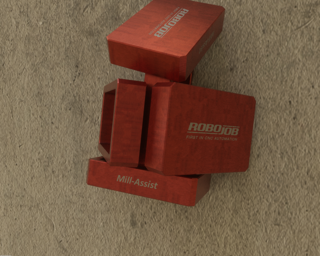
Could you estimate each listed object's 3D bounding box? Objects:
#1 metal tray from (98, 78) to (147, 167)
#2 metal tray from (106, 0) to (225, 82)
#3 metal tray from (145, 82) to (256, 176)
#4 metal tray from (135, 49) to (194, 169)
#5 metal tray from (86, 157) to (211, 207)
[{"bbox_3d":[-0.050,-0.009,0.375,0.030,0.130,0.089,5,92,-17],"label":"metal tray"},{"bbox_3d":[0.011,-0.109,0.357,0.090,0.130,0.030,19,137,18],"label":"metal tray"},{"bbox_3d":[0.049,0.003,0.339,0.030,0.131,0.089,9,94,53],"label":"metal tray"},{"bbox_3d":[0.009,-0.021,0.371,0.030,0.090,0.129,8,93,19],"label":"metal tray"},{"bbox_3d":[-0.010,0.058,0.378,0.130,0.090,0.030,8,93,19],"label":"metal tray"}]
